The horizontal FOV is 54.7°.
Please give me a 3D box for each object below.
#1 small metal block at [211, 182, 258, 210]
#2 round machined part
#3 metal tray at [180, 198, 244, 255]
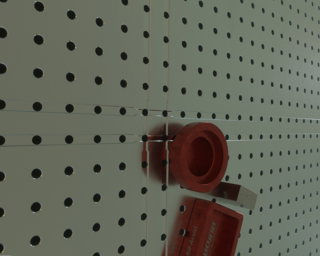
[{"bbox_3d":[0.119,0.108,0.496,0.050,0.050,0.025,32,70,-36],"label":"small metal block"},{"bbox_3d":[0.051,0.040,0.443,0.099,0.042,0.097,0,90,-40],"label":"round machined part"},{"bbox_3d":[0.077,0.183,0.473,0.090,0.030,0.130,30,71,-36],"label":"metal tray"}]
